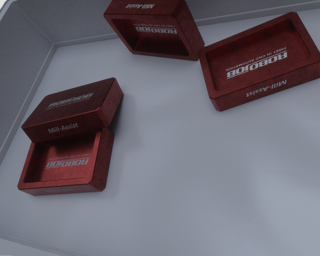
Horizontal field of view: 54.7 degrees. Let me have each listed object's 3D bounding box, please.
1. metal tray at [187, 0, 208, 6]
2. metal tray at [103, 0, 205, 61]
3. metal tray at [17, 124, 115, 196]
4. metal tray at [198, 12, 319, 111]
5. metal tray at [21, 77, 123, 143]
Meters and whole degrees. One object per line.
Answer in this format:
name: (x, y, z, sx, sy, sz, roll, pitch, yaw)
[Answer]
metal tray: (0.078, -0.257, 0.522, 0.130, 0.030, 0.090, -7, 58, 24)
metal tray: (-0.009, -0.145, 0.457, 0.130, 0.090, 0.030, 15, 70, 34)
metal tray: (-0.134, 0.046, 0.444, 0.130, 0.030, 0.090, -9, 58, 23)
metal tray: (0.120, -0.083, 0.390, 0.130, 0.030, 0.090, -19, 54, 17)
metal tray: (-0.128, -0.027, 0.462, 0.130, 0.030, 0.090, -12, 35, 18)
